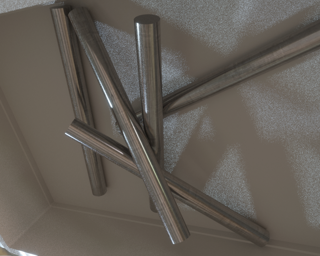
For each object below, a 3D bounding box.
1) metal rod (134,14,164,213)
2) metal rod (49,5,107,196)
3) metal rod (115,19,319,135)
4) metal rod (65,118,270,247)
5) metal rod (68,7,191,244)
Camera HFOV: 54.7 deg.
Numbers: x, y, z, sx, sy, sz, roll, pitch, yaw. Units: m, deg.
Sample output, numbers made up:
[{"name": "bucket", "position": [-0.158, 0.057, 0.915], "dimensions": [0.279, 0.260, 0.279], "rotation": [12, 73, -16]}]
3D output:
[{"name": "metal rod", "position": [-0.008, 0.010, 0.390], "dimensions": [0.025, 0.025, 0.298], "rotation": [15, 134, 19]}, {"name": "metal rod", "position": [-0.113, -0.020, 0.455], "dimensions": [0.025, 0.025, 0.298], "rotation": [10, 123, 23]}, {"name": "metal rod", "position": [0.058, -0.048, 0.347], "dimensions": [0.299, 0.025, 0.025], "rotation": [-23, 106, 36]}, {"name": "metal rod", "position": [0.017, 0.075, 0.403], "dimensions": [0.301, 0.025, 0.025], "rotation": [32, 130, -10]}, {"name": "metal rod", "position": [-0.037, -0.004, 0.372], "dimensions": [0.025, 0.025, 0.299], "rotation": [-26, 88, 37]}]
